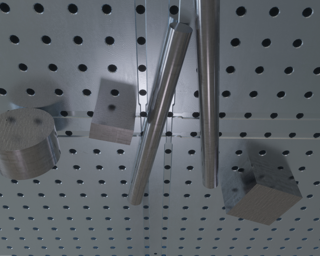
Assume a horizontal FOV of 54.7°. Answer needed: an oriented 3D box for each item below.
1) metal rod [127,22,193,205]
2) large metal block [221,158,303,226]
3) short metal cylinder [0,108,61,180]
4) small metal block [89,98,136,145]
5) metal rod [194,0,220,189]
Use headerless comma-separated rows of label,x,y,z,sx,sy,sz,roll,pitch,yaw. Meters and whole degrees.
metal rod,-0.010,0.006,0.416,0.025,0.025,0.298,9,130,-8
large metal block,0.155,0.101,0.483,0.081,0.050,0.079,19,128,-16
short metal cylinder,-0.171,0.018,0.389,0.081,0.080,0.050,2,130,-2
small metal block,-0.058,-0.009,0.387,0.050,0.050,0.025,11,129,-9
metal rod,0.062,-0.027,0.388,0.025,0.025,0.298,-5,130,4
